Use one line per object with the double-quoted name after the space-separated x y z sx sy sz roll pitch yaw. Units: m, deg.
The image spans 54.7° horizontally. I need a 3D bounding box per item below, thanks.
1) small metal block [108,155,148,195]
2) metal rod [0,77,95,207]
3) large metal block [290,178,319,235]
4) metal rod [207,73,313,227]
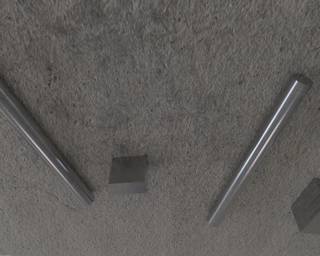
-0.044 0.068 0.448 0.050 0.050 0.025 -5 130 4 "small metal block"
-0.168 0.011 0.414 0.025 0.025 0.299 -15 129 12 "metal rod"
0.277 0.131 0.506 0.081 0.050 0.079 9 130 -8 "large metal block"
0.130 0.054 0.454 0.025 0.025 0.298 11 129 -9 "metal rod"
